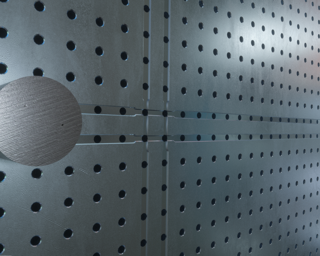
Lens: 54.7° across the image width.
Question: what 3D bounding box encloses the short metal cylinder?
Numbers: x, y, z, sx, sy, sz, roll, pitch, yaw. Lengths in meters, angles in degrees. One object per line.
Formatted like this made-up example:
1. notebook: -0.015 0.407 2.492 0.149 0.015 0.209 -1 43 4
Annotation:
1. short metal cylinder: -0.122 -0.006 0.292 0.081 0.050 0.079 0 90 -40
